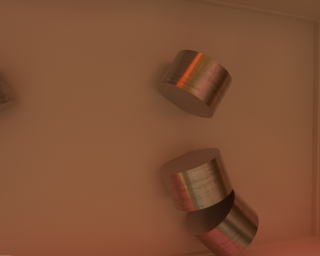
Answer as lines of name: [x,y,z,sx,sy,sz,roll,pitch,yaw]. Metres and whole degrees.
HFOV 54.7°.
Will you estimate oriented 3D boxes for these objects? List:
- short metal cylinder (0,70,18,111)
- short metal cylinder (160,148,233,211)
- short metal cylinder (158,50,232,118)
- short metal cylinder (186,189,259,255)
short metal cylinder: [-0.194,-0.033,0.309,0.081,0.080,0.050,-29,100,-18]
short metal cylinder: [0.047,0.064,0.400,0.081,0.080,0.050,-23,98,-19]
short metal cylinder: [0.044,-0.055,0.399,0.080,0.080,0.050,34,79,-17]
short metal cylinder: [0.082,0.123,0.413,0.050,0.080,0.080,45,76,-15]
